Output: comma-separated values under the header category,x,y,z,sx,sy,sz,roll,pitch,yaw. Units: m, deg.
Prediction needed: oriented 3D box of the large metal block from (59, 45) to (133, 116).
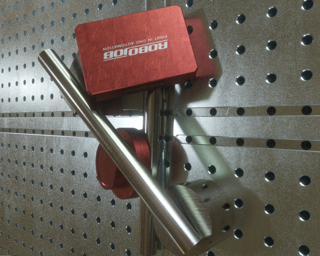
category,x,y,z,sx,sy,sz,roll,pitch,yaw
large metal block,-0.083,-0.065,0.441,0.050,0.081,0.080,49,119,28

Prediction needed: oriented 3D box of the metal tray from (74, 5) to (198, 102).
category,x,y,z,sx,sy,sz,roll,pitch,yaw
metal tray,-0.029,-0.091,0.376,0.131,0.030,0.090,-13,79,-4

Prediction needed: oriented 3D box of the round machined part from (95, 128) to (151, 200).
category,x,y,z,sx,sy,sz,roll,pitch,yaw
round machined part,-0.056,0.048,0.421,0.098,0.042,0.097,-1,89,57

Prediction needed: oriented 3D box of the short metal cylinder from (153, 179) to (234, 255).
category,x,y,z,sx,sy,sz,roll,pitch,yaw
short metal cylinder,0.038,0.103,0.361,0.080,0.050,0.079,0,90,39

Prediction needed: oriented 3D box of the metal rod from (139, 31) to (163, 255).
category,x,y,z,sx,sy,sz,roll,pitch,yaw
metal rod,-0.011,0.020,0.417,0.025,0.025,0.298,3,92,39

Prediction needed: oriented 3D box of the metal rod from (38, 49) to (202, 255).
category,x,y,z,sx,sy,sz,roll,pitch,yaw
metal rod,-0.059,0.013,0.364,0.300,0.025,0.025,50,119,19
